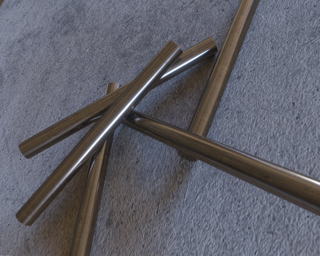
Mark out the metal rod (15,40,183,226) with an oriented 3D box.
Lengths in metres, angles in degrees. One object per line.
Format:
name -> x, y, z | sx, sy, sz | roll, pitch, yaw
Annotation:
metal rod -> -0.078, 0.006, 0.405 | 0.300, 0.025, 0.025 | -49, 51, -1

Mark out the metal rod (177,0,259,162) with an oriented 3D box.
metal rod -> 0.090, -0.095, 0.414 | 0.025, 0.025, 0.300 | 11, 67, 33

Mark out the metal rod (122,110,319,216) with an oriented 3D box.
metal rod -> 0.037, 0.019, 0.333 | 0.300, 0.025, 0.025 | 22, 73, 49

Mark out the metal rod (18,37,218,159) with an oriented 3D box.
metal rod -> -0.056, -0.043, 0.432 | 0.301, 0.025, 0.025 | -30, 51, -2

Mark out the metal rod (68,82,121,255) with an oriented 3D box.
metal rod -> -0.085, 0.067, 0.407 | 0.025, 0.025, 0.299 | -7, 58, 24
